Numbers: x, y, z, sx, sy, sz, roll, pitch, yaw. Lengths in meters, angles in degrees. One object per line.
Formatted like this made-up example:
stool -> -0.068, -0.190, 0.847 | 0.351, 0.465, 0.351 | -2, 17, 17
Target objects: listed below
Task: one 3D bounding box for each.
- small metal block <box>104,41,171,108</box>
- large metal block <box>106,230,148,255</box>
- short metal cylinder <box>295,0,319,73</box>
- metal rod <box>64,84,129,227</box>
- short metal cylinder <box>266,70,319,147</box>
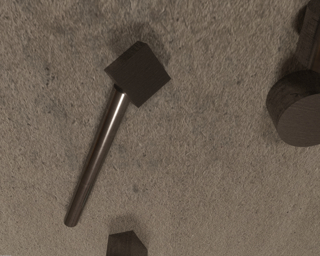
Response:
small metal block -> -0.024, -0.059, 0.342 | 0.050, 0.025, 0.050 | -43, 124, -6
large metal block -> -0.062, 0.255, 0.588 | 0.050, 0.080, 0.080 | -15, 129, 12
short metal cylinder -> 0.178, -0.090, 0.297 | 0.081, 0.080, 0.050 | -2, 130, 1
metal rod -> -0.099, 0.058, 0.454 | 0.025, 0.025, 0.298 | 17, 128, -15
short metal cylinder -> 0.176, -0.023, 0.374 | 0.081, 0.050, 0.079 | 0, 130, 0
